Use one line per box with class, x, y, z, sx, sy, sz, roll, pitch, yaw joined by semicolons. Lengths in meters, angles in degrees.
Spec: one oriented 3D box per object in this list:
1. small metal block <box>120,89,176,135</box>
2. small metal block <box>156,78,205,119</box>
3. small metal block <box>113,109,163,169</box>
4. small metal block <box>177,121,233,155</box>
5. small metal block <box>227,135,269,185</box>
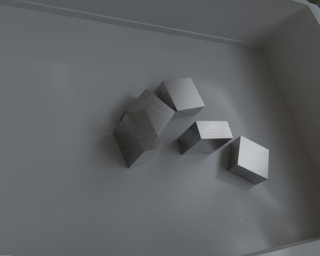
small metal block;-0.016;-0.016;0.407;0.050;0.025;0.050;39;51;-2
small metal block;0.029;-0.043;0.447;0.050;0.025;0.050;-12;68;-33
small metal block;-0.028;0.013;0.366;0.025;0.050;0.050;-14;69;-33
small metal block;0.059;0.014;0.413;0.050;0.050;0.025;0;62;-28
small metal block;0.127;0.046;0.445;0.050;0.025;0.050;26;53;-12
